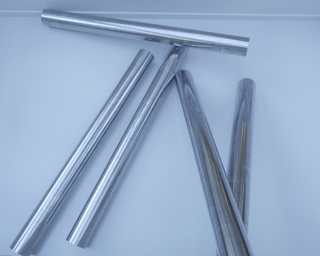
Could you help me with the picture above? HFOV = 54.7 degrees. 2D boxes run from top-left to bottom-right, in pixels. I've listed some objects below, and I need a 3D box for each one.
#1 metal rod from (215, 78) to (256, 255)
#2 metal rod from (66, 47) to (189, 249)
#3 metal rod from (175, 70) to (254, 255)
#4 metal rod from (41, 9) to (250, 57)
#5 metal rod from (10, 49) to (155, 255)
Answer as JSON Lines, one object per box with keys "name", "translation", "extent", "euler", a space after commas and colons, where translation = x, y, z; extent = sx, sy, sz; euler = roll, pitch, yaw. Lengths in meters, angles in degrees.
{"name": "metal rod", "translation": [0.084, 0.040, 0.328], "extent": [0.025, 0.025, 0.301], "euler": [15, 45, 5]}
{"name": "metal rod", "translation": [-0.033, 0.007, 0.406], "extent": [0.025, 0.025, 0.300], "euler": [24, 72, 8]}
{"name": "metal rod", "translation": [0.046, 0.021, 0.321], "extent": [0.025, 0.025, 0.300], "euler": [-5, 39, -2]}
{"name": "metal rod", "translation": [-0.028, -0.137, 0.439], "extent": [0.301, 0.025, 0.025], "euler": [12, 70, 12]}
{"name": "metal rod", "translation": [-0.090, 0.018, 0.402], "extent": [0.025, 0.025, 0.300], "euler": [27, 72, 9]}
